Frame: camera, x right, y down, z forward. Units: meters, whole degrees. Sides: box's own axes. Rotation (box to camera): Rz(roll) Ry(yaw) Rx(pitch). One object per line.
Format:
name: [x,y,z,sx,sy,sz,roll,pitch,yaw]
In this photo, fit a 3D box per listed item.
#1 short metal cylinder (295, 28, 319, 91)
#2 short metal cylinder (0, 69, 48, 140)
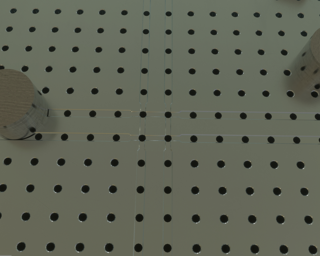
short metal cylinder: [0.242,-0.098,0.437,0.081,0.050,0.080,0,70,0]
short metal cylinder: [-0.197,-0.030,0.407,0.081,0.050,0.080,0,70,0]
